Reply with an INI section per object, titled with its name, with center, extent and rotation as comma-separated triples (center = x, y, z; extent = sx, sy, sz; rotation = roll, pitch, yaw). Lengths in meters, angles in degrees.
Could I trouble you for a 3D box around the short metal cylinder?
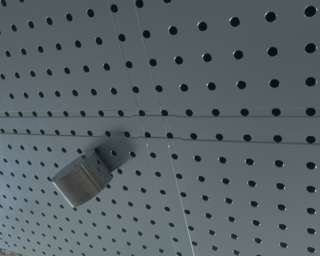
[short metal cylinder]
center = -0.121, 0.078, 0.486
extent = 0.080, 0.080, 0.050
rotation = -25, 105, 36
